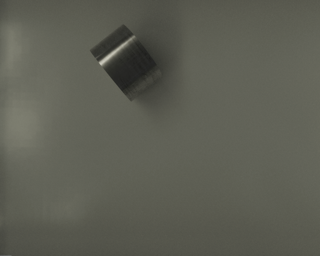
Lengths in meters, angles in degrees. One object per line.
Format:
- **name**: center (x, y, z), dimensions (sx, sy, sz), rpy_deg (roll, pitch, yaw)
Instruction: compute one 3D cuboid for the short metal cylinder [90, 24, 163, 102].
- **short metal cylinder**: center (-0.041, -0.079, 0.384), dimensions (0.050, 0.080, 0.080), rpy_deg (-38, 90, 0)
